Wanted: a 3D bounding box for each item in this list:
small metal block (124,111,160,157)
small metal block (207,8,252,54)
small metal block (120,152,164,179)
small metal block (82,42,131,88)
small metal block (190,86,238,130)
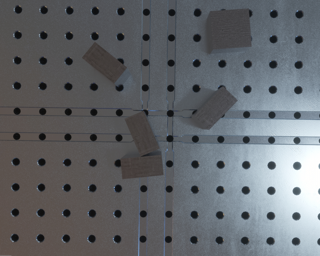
[{"bbox_3d":[-0.022,0.007,0.401,0.025,0.050,0.050,-23,90,0],"label":"small metal block"},{"bbox_3d":[0.092,-0.128,0.414,0.050,0.025,0.050,-4,90,0],"label":"small metal block"},{"bbox_3d":[-0.022,0.047,0.401,0.050,0.050,0.025,-5,90,0],"label":"small metal block"},{"bbox_3d":[-0.067,-0.079,0.400,0.050,0.050,0.025,39,90,0],"label":"small metal block"},{"bbox_3d":[0.068,-0.024,0.401,0.025,0.050,0.050,44,90,0],"label":"small metal block"}]
